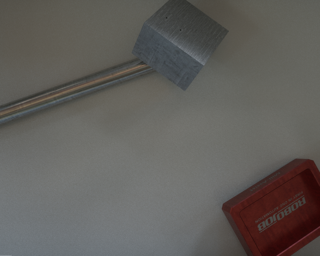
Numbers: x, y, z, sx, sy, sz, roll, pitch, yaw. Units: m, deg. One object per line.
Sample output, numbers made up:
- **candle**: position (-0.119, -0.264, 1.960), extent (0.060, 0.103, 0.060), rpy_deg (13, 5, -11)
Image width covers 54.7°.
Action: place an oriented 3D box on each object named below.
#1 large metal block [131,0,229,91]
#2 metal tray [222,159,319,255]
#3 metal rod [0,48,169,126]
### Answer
- **large metal block**: position (0.026, -0.106, 0.381), extent (0.080, 0.050, 0.080), rpy_deg (36, 54, -1)
- **metal tray**: position (0.158, 0.108, 0.400), extent (0.131, 0.030, 0.090), rpy_deg (-29, 90, -10)
- **metal rod**: position (-0.130, -0.044, 0.409), extent (0.302, 0.025, 0.025), rpy_deg (-19, 90, -1)
